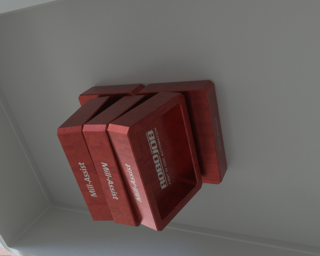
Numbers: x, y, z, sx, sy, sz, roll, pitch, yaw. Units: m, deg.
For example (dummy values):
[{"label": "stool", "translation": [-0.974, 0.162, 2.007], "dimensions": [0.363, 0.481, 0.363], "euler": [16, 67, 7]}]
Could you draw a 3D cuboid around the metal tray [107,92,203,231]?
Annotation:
[{"label": "metal tray", "translation": [0.001, 0.036, 0.344], "dimensions": [0.030, 0.091, 0.129], "euler": [9, 124, 40]}]

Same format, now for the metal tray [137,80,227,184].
[{"label": "metal tray", "translation": [0.030, 0.008, 0.392], "dimensions": [0.090, 0.030, 0.129], "euler": [0, 119, 28]}]

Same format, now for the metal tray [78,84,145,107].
[{"label": "metal tray", "translation": [-0.051, 0.006, 0.433], "dimensions": [0.090, 0.030, 0.129], "euler": [0, 119, 28]}]

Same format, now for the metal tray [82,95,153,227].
[{"label": "metal tray", "translation": [-0.034, 0.037, 0.364], "dimensions": [0.030, 0.090, 0.129], "euler": [0, 116, 28]}]

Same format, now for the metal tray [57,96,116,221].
[{"label": "metal tray", "translation": [-0.070, 0.037, 0.382], "dimensions": [0.030, 0.090, 0.129], "euler": [-6, 116, 17]}]
